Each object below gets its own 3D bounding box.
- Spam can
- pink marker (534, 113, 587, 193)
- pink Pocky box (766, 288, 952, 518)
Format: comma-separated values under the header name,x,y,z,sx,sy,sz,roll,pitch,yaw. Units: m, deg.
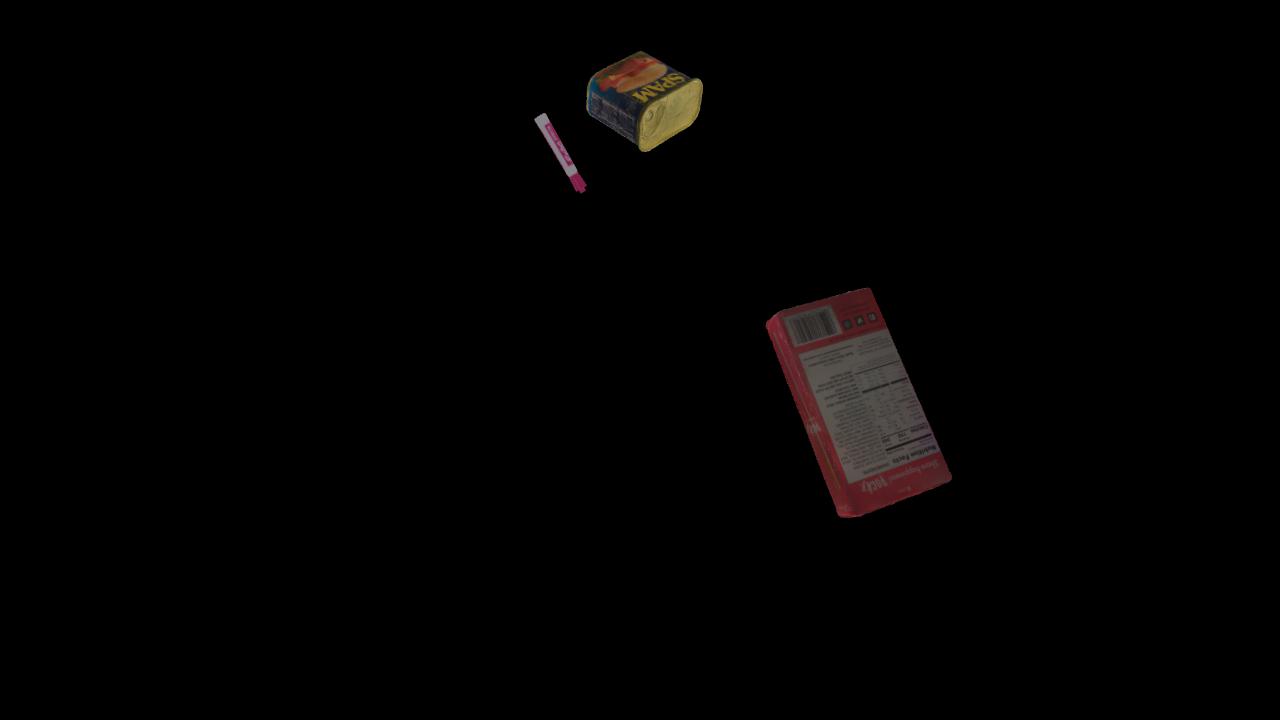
name,x,y,z,sx,sy,sz,roll,pitch,yaw
Spam can,0.004,-0.287,0.677,0.085,0.058,0.101,39,60,22
pink marker,-0.114,-0.298,0.894,0.020,0.121,0.020,-28,17,9
pink Pocky box,0.159,0.029,0.454,0.084,0.155,0.029,-16,-12,-15
